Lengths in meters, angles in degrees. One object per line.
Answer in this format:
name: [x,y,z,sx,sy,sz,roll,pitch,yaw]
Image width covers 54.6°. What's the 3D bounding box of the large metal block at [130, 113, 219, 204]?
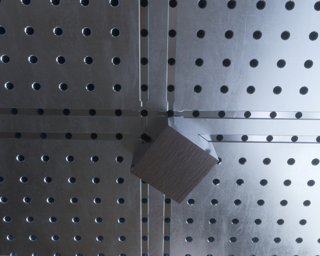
large metal block: [0.018,0.040,0.415,0.080,0.050,0.080,35,106,-12]
